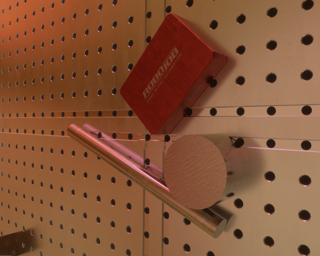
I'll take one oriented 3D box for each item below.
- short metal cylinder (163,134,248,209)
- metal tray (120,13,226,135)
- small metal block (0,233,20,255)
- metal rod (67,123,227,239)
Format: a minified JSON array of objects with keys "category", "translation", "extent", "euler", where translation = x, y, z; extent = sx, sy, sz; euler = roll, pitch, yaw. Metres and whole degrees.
[{"category":"short metal cylinder","translation":[0.051,0.046,0.350],"extent":[0.080,0.050,0.079],"euler":[0,90,39]},{"category":"metal tray","translation":[0.011,-0.065,0.395],"extent":[0.090,0.030,0.129],"euler":[52,120,27]},{"category":"small metal block","translation":[-0.338,0.261,0.667],"extent":[0.025,0.050,0.050],"euler":[-40,66,33]},{"category":"metal rod","translation":[-0.039,0.059,0.439],"extent":[0.300,0.025,0.025],"euler":[27,107,36]}]
